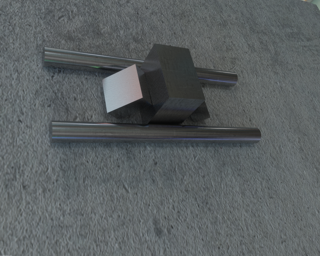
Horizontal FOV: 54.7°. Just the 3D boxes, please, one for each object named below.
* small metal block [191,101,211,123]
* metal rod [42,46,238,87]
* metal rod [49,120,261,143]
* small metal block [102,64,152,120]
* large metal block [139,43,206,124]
[{"bbox_3d":[0.050,-0.042,0.442,0.025,0.050,0.050,-18,64,9],"label":"small metal block"},{"bbox_3d":[-0.010,-0.085,0.453,0.303,0.025,0.025,1,61,-28],"label":"metal rod"},{"bbox_3d":[0.014,0.008,0.409,0.303,0.025,0.025,2,61,-28],"label":"metal rod"},{"bbox_3d":[-0.043,-0.045,0.394,0.025,0.050,0.050,37,36,-59],"label":"small metal block"},{"bbox_3d":[0.007,-0.051,0.409,0.050,0.080,0.080,1,62,-28],"label":"large metal block"}]
